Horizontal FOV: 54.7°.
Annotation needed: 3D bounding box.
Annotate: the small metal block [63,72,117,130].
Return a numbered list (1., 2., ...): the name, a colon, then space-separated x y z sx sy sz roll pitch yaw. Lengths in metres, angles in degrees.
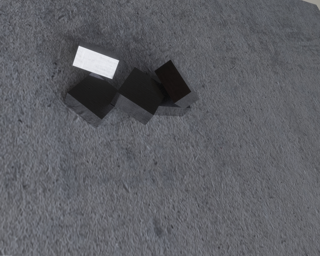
1. small metal block: -0.081 -0.035 0.384 0.050 0.025 0.050 39 51 -3

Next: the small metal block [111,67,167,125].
1. small metal block: -0.025 -0.040 0.384 0.050 0.025 0.050 33 51 -7

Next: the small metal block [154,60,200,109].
1. small metal block: 0.023 -0.056 0.405 0.050 0.025 0.050 59 13 14

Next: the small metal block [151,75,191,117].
1. small metal block: 0.010 -0.044 0.440 0.050 0.025 0.050 2 61 -28

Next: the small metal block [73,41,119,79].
1. small metal block: -0.083 -0.089 0.401 0.050 0.025 0.050 17 18 -19
